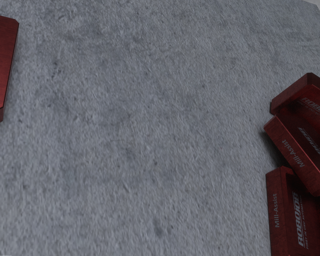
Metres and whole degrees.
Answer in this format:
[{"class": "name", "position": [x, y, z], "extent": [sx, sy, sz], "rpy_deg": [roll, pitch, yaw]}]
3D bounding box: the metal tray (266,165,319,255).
[{"class": "metal tray", "position": [0.198, 0.126, 0.432], "extent": [0.091, 0.030, 0.130], "rpy_deg": [21, 54, -17]}]

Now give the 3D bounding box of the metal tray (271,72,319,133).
[{"class": "metal tray", "position": [0.270, -0.028, 0.528], "extent": [0.131, 0.090, 0.030], "rpy_deg": [29, 52, -11]}]

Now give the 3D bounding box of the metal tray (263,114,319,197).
[{"class": "metal tray", "position": [0.229, 0.038, 0.478], "extent": [0.091, 0.030, 0.130], "rpy_deg": [2, 48, -38]}]

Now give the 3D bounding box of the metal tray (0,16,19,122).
[{"class": "metal tray", "position": [-0.209, -0.072, 0.332], "extent": [0.091, 0.030, 0.130], "rpy_deg": [9, 58, -24]}]
